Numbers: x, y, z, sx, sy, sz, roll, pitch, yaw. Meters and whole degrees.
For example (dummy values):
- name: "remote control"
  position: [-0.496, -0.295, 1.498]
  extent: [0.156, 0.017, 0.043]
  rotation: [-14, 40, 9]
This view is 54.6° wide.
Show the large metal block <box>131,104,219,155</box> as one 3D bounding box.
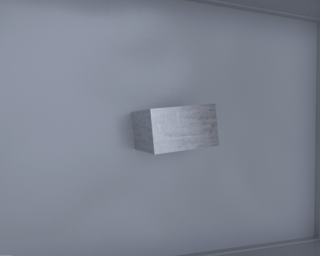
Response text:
- name: "large metal block"
  position: [0.016, 0.000, 0.387]
  extent: [0.081, 0.080, 0.050]
  rotation: [-6, 92, -20]
